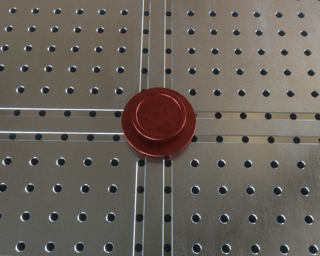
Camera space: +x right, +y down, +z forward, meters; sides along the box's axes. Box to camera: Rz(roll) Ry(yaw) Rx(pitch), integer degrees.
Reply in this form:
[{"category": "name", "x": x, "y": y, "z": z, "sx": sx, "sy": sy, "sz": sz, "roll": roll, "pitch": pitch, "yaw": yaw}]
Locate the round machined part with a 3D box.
[{"category": "round machined part", "x": -0.001, "y": -0.010, "z": 0.406, "sx": 0.099, "sy": 0.042, "sz": 0.098, "roll": 0, "pitch": 70, "yaw": -1}]
